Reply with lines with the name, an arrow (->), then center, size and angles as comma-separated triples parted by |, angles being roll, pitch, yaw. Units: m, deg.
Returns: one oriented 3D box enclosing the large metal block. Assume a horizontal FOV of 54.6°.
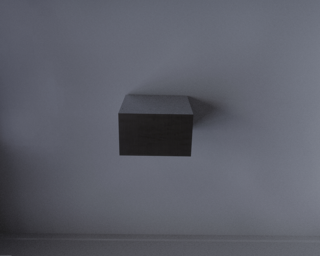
large metal block -> -0.005, -0.006, 0.377 | 0.080, 0.080, 0.050 | 1, 110, -1
